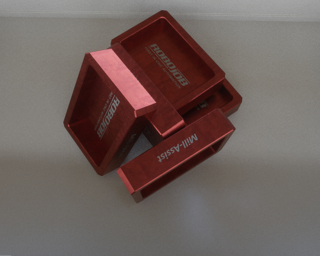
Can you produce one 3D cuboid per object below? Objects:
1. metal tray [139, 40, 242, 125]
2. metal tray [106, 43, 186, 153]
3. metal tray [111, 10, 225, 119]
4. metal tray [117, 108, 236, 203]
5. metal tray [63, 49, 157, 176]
[{"bbox_3d":[0.037,-0.058,0.428,0.090,0.030,0.130,-33,73,-10],"label":"metal tray"},{"bbox_3d":[-0.023,-0.031,0.384,0.030,0.090,0.130,-35,74,-12],"label":"metal tray"},{"bbox_3d":[0.009,-0.083,0.404,0.090,0.030,0.130,-35,73,-12],"label":"metal tray"},{"bbox_3d":[0.018,0.036,0.361,0.131,0.090,0.030,-31,73,-11],"label":"metal tray"},{"bbox_3d":[-0.064,-0.014,0.358,0.030,0.129,0.090,-25,69,-41],"label":"metal tray"}]
